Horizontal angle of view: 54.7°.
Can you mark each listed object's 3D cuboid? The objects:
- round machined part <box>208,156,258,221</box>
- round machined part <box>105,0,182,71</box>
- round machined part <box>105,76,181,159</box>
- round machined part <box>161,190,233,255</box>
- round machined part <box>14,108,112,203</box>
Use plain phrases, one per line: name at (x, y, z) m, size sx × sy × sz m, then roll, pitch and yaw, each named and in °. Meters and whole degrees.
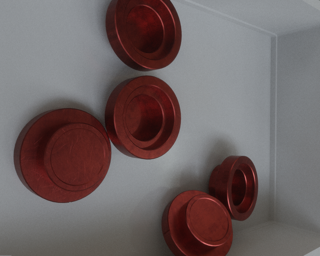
round machined part at (0.112, 0.092, 0.484) m, size 0.099 × 0.042 × 0.097 m, roll 3°, pitch 85°, yaw -48°
round machined part at (-0.023, -0.117, 0.376) m, size 0.099 × 0.042 × 0.097 m, roll 0°, pitch 90°, yaw -40°
round machined part at (-0.024, -0.012, 0.375) m, size 0.099 × 0.042 × 0.097 m, roll 0°, pitch 90°, yaw -40°
round machined part at (0.055, 0.127, 0.411) m, size 0.099 × 0.042 × 0.098 m, roll 14°, pitch 50°, yaw -18°
round machined part at (-0.092, 0.028, 0.318) m, size 0.099 × 0.042 × 0.097 m, roll 0°, pitch 90°, yaw -40°
